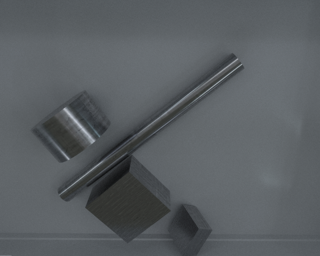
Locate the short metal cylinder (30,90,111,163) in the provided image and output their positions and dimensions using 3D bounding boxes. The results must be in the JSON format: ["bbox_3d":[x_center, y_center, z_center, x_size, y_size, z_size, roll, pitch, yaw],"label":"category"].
[{"bbox_3d":[-0.108,-0.003,0.380,0.080,0.080,0.050,-33,107,11],"label":"short metal cylinder"}]

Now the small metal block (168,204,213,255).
[{"bbox_3d":[0.042,0.148,0.450,0.025,0.050,0.050,17,109,-31],"label":"small metal block"}]

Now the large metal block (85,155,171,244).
[{"bbox_3d":[-0.042,0.099,0.434,0.080,0.050,0.080,-40,106,13],"label":"large metal block"}]

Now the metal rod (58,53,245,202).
[{"bbox_3d":[-0.020,0.006,0.413,0.300,0.025,0.025,-37,106,12],"label":"metal rod"}]
